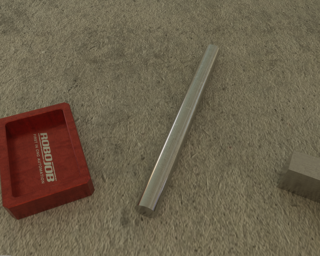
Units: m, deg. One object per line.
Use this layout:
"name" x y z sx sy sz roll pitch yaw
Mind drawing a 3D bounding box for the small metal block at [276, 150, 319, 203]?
"small metal block" 0.163 0.055 0.341 0.050 0.050 0.025 20 61 16

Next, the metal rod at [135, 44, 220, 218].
"metal rod" 0.036 -0.019 0.419 0.025 0.025 0.301 16 52 12

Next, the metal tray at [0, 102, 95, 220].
"metal tray" -0.139 0.032 0.370 0.091 0.030 0.130 -17 52 -14
